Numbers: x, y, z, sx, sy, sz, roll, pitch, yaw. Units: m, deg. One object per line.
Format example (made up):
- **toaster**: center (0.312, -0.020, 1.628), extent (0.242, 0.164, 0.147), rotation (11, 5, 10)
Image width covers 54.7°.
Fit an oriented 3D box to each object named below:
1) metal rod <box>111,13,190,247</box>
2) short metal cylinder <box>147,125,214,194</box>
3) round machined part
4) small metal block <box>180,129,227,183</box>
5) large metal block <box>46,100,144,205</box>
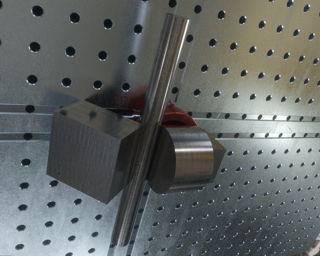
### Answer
- **metal rod**: center (-0.019, 0.022, 0.362), extent (0.025, 0.025, 0.298), rotation (1, 118, -29)
- **short metal cylinder**: center (0.019, 0.036, 0.371), extent (0.050, 0.080, 0.079), rotation (1, 118, -29)
- **round machined part**: center (-0.001, 0.014, 0.408), extent (0.099, 0.042, 0.097), rotation (-14, 125, -21)
- **small metal block**: center (0.052, 0.035, 0.392), extent (0.025, 0.050, 0.050), rotation (1, 118, -30)
- **large metal block**: center (-0.073, 0.024, 0.344), extent (0.050, 0.080, 0.079), rotation (-39, 148, -61)
